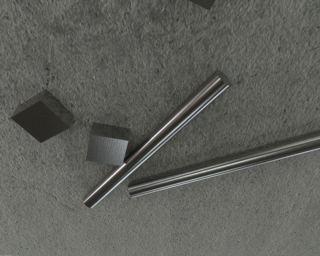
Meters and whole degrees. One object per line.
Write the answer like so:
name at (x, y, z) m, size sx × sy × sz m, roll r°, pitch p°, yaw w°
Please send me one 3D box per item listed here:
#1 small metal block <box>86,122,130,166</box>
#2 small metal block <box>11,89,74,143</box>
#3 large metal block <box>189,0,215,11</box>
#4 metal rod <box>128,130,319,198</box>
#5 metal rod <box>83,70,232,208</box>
small metal block at (-0.072, 0.023, 0.426) m, size 0.050 × 0.025 × 0.050 m, roll 10°, pitch 129°, yaw -10°
small metal block at (-0.148, -0.014, 0.393) m, size 0.050 × 0.025 × 0.050 m, roll -25°, pitch 126°, yaw 19°
large metal block at (0.024, -0.159, 0.256) m, size 0.081 × 0.050 × 0.079 m, roll 20°, pitch 127°, yaw -16°
metal rod at (0.095, 0.055, 0.455) m, size 0.301 × 0.025 × 0.025 m, roll -17°, pitch 128°, yaw 13°
metal rod at (-0.020, 0.031, 0.433) m, size 0.025 × 0.025 × 0.299 m, roll 32°, pitch 123°, yaw -24°
